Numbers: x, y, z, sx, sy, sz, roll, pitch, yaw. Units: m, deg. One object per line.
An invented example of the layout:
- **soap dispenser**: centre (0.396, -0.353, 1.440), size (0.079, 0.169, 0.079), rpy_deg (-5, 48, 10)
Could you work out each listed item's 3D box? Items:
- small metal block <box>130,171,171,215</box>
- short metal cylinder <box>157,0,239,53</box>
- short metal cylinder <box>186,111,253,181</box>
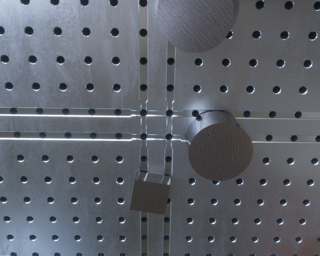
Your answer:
- **small metal block**: centre (-0.014, 0.094, 0.448), size (0.050, 0.025, 0.050), rpy_deg (9, 110, -4)
- **short metal cylinder**: centre (0.043, -0.128, 0.340), size (0.080, 0.050, 0.079), rpy_deg (9, 120, 16)
- **short metal cylinder**: centre (0.076, 0.022, 0.409), size (0.081, 0.050, 0.079), rpy_deg (0, 110, 0)
